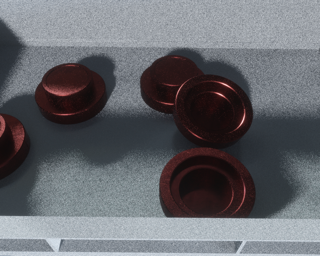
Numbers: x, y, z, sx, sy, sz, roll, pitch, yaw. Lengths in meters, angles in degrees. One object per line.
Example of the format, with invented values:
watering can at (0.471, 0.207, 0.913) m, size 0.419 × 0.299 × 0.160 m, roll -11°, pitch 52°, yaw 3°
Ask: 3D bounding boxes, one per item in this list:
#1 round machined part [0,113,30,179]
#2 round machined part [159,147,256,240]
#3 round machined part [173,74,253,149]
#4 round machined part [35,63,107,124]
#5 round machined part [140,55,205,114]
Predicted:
round machined part at (-0.215, 0.017, 0.377) m, size 0.099 × 0.042 × 0.098 m, roll 0°, pitch 50°, yaw 0°
round machined part at (0.048, 0.072, 0.334) m, size 0.099 × 0.042 × 0.098 m, roll 0°, pitch 50°, yaw 0°
round machined part at (0.065, -0.017, 0.399) m, size 0.099 × 0.042 × 0.098 m, roll 4°, pitch 63°, yaw -7°
round machined part at (-0.127, -0.055, 0.439) m, size 0.099 × 0.042 × 0.098 m, roll 0°, pitch 50°, yaw 0°
round machined part at (0.020, -0.070, 0.453) m, size 0.099 × 0.042 × 0.098 m, roll 0°, pitch 50°, yaw 0°
